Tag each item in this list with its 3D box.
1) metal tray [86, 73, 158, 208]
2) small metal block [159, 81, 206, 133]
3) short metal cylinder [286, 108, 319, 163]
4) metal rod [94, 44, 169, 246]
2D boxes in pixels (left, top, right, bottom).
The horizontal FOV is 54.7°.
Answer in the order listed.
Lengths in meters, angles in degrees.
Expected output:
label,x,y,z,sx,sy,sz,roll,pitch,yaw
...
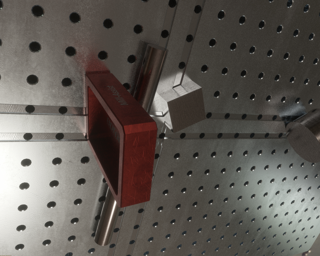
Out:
label,x,y,z,sx,sy,sz,roll,pitch,yaw
metal tray,-0.047,0.007,0.323,0.030,0.130,0.089,-8,122,-25
small metal block,0.030,-0.028,0.412,0.050,0.025,0.050,-24,128,-14
short metal cylinder,0.266,0.013,0.532,0.050,0.080,0.080,-29,129,-11
metal rod,-0.045,0.038,0.411,0.025,0.025,0.298,4,117,-31
